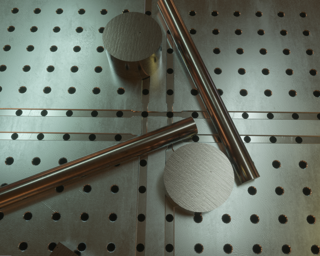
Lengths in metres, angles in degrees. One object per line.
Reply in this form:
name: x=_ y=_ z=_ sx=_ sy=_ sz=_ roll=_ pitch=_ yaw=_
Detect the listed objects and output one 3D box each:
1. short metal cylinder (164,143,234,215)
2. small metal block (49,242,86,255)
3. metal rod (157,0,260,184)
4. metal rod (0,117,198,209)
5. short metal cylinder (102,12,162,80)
short metal cylinder: x=0.044 y=0.063 z=0.376 sx=0.081 sy=0.050 sz=0.080 roll=0 pitch=70 yaw=0
small metal block: x=-0.106 y=0.165 z=0.350 sx=0.050 sy=0.025 sz=0.050 roll=31 pitch=73 yaw=10
metal rod: x=0.061 y=-0.066 z=0.435 sx=0.025 sy=0.025 sz=0.299 roll=-20 pitch=71 yaw=-7
metal rod: x=-0.095 y=0.048 z=0.393 sx=0.302 sy=0.025 sz=0.025 roll=-20 pitch=72 yaw=-8
short metal cylinder: x=-0.037 y=-0.116 z=0.440 sx=0.081 sy=0.050 sz=0.080 roll=0 pitch=70 yaw=0
